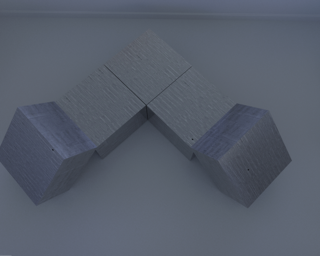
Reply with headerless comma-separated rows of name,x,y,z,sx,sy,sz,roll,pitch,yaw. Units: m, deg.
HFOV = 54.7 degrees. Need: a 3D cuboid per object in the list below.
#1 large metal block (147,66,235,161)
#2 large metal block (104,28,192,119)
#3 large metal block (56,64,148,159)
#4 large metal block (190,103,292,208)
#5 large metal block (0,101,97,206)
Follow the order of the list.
large metal block,0.041,-0.018,0.401,0.080,0.050,0.080,-42,76,-14
large metal block,-0.015,-0.073,0.421,0.080,0.050,0.080,-42,76,-14
large metal block,-0.074,-0.020,0.401,0.080,0.050,0.080,-42,76,-14
large metal block,0.096,0.030,0.361,0.080,0.050,0.080,-42,119,-14
large metal block,-0.133,0.028,0.360,0.080,0.050,0.080,44,118,14
